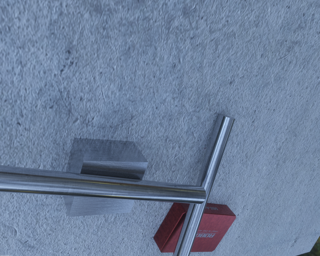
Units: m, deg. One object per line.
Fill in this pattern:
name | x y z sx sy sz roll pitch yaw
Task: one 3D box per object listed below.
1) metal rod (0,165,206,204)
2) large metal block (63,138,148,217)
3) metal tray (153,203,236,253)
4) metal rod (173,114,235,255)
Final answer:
metal rod | -0.067 0.066 0.347 0.302 0.025 0.025 13 112 -34
large metal block | -0.072 0.061 0.391 0.081 0.050 0.079 5 116 -31
metal tray | 0.064 0.177 0.550 0.131 0.030 0.089 15 110 -35
metal rod | 0.057 0.123 0.481 0.025 0.025 0.298 9 103 -33
